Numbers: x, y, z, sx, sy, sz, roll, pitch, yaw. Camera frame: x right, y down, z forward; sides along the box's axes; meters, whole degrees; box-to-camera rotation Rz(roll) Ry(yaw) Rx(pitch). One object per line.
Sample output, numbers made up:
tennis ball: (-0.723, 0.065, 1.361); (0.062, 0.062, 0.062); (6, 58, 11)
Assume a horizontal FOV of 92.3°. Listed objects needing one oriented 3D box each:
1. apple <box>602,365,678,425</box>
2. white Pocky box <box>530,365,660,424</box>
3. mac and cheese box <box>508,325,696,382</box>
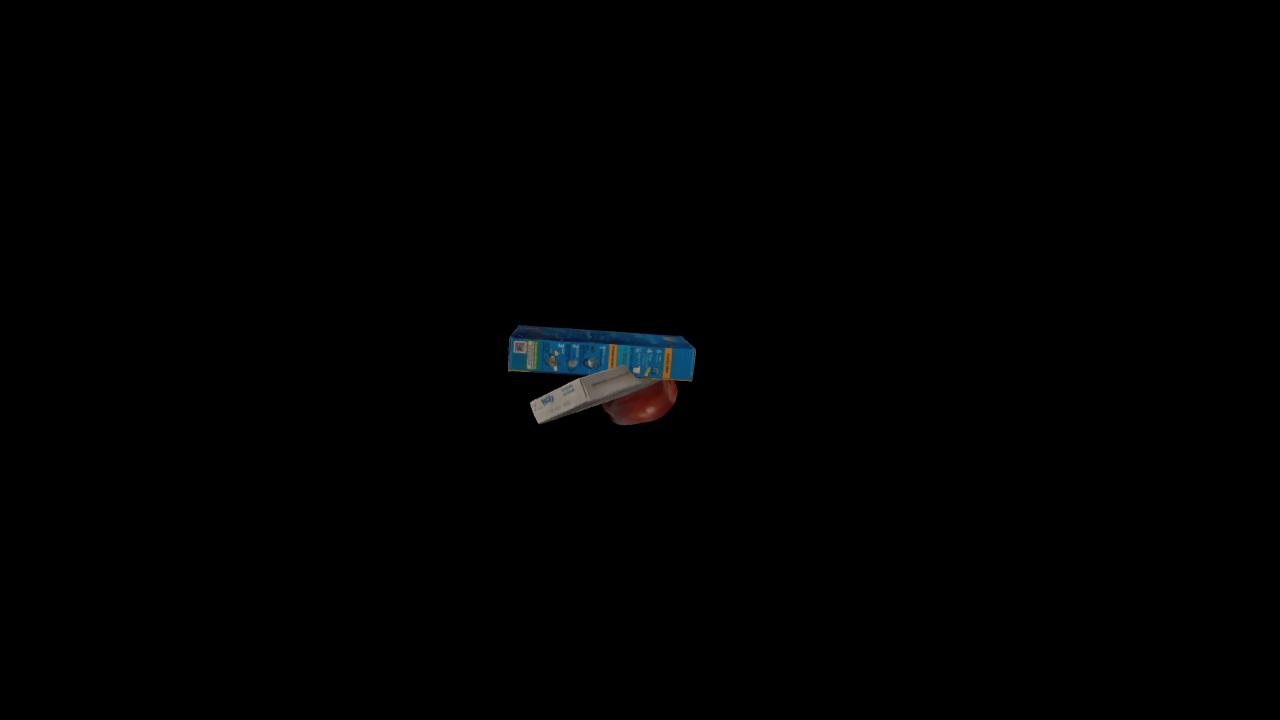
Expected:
apple: (0.001, 0.037, 0.735); (0.093, 0.079, 0.079); (-25, -6, 13)
white Pocky box: (-0.031, 0.027, 0.640); (0.084, 0.028, 0.154); (-27, -7, 40)
mac and cheese box: (-0.041, -0.008, 0.648); (0.184, 0.041, 0.093); (4, 9, -6)
